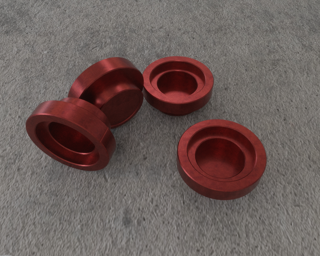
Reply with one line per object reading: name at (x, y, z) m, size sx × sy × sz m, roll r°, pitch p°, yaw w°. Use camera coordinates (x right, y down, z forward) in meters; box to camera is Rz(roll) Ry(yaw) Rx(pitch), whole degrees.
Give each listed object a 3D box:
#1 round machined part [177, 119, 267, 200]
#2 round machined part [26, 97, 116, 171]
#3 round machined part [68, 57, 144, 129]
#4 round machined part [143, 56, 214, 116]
round machined part at (0.068, 0.040, 0.359) m, size 0.099 × 0.042 × 0.098 m, roll 0°, pitch 50°, yaw 0°
round machined part at (-0.095, 0.004, 0.352) m, size 0.098 × 0.097 × 0.042 m, roll 13°, pitch 52°, yaw 11°
round machined part at (-0.060, -0.036, 0.387) m, size 0.099 × 0.097 × 0.042 m, roll -30°, pitch 64°, yaw -23°
round machined part at (0.024, -0.055, 0.438) m, size 0.099 × 0.042 × 0.098 m, roll 0°, pitch 50°, yaw 0°
